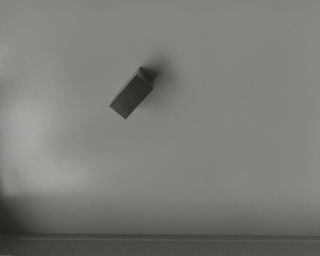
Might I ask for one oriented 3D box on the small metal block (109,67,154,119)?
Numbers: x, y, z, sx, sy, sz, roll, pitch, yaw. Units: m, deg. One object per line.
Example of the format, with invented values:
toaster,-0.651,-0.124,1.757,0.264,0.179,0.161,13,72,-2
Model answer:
small metal block,-0.033,-0.044,0.381,0.025,0.050,0.050,40,105,-13
